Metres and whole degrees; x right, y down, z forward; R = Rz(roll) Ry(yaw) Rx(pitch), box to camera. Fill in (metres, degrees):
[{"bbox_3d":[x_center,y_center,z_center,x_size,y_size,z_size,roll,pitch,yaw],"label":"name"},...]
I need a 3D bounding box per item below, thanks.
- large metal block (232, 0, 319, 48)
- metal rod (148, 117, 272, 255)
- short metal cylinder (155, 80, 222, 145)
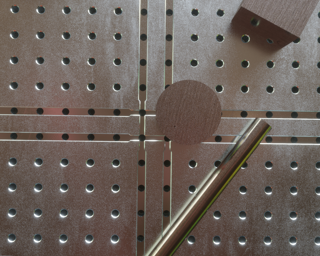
[{"bbox_3d":[0.154,-0.165,0.403,0.080,0.050,0.080,28,90,-1],"label":"large metal block"},{"bbox_3d":[0.047,0.111,0.414,0.025,0.025,0.300,38,90,-1],"label":"metal rod"},{"bbox_3d":[0.035,-0.019,0.401,0.081,0.050,0.079,0,90,-1],"label":"short metal cylinder"}]
